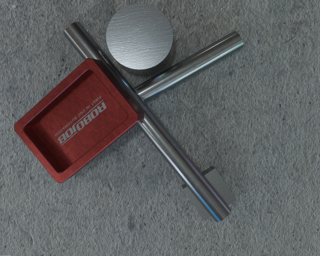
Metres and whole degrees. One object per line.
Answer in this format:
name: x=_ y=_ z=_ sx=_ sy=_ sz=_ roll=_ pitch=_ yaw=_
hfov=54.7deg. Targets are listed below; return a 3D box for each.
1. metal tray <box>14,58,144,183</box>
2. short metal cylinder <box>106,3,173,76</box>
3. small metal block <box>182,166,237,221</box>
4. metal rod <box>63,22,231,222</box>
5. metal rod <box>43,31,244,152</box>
metal tray: x=-0.096 y=-0.008 z=0.369 sx=0.130 sy=0.030 sz=0.090 roll=-39 pitch=90 yaw=11
short metal cylinder: x=-0.025 y=-0.110 z=0.398 sx=0.081 sy=0.050 sz=0.079 roll=0 pitch=90 yaw=-1
small metal block: x=0.064 y=0.086 z=0.412 sx=0.050 sy=0.025 sz=0.050 roll=-34 pitch=90 yaw=0
metal rod: x=-0.015 y=-0.007 z=0.386 sx=0.025 sy=0.025 sz=0.300 roll=-39 pitch=91 yaw=0
metal rod: x=-0.027 y=-0.044 z=0.411 sx=0.301 sy=0.025 sz=0.025 roll=-30 pitch=90 yaw=-1
